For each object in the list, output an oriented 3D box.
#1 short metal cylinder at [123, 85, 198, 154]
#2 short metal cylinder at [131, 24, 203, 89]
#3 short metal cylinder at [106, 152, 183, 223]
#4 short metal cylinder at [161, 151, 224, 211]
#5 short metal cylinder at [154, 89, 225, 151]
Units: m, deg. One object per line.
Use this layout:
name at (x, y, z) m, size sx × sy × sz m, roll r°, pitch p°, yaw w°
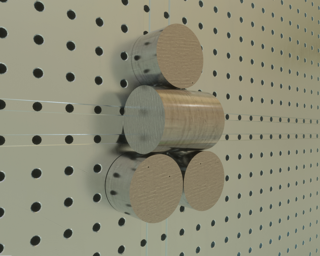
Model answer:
short metal cylinder at (-0.001, -0.010, 0.375) m, size 0.050 × 0.080 × 0.079 m, roll 1°, pitch 90°, yaw -40°
short metal cylinder at (0.010, -0.089, 0.403) m, size 0.081 × 0.050 × 0.079 m, roll 0°, pitch 90°, yaw -40°
short metal cylinder at (-0.018, 0.070, 0.378) m, size 0.081 × 0.050 × 0.079 m, roll 0°, pitch 90°, yaw -40°
short metal cylinder at (0.044, 0.070, 0.430) m, size 0.081 × 0.050 × 0.079 m, roll 0°, pitch 90°, yaw -40°
short metal cylinder at (0.037, -0.010, 0.407) m, size 0.050 × 0.080 × 0.079 m, roll 1°, pitch 90°, yaw -40°
